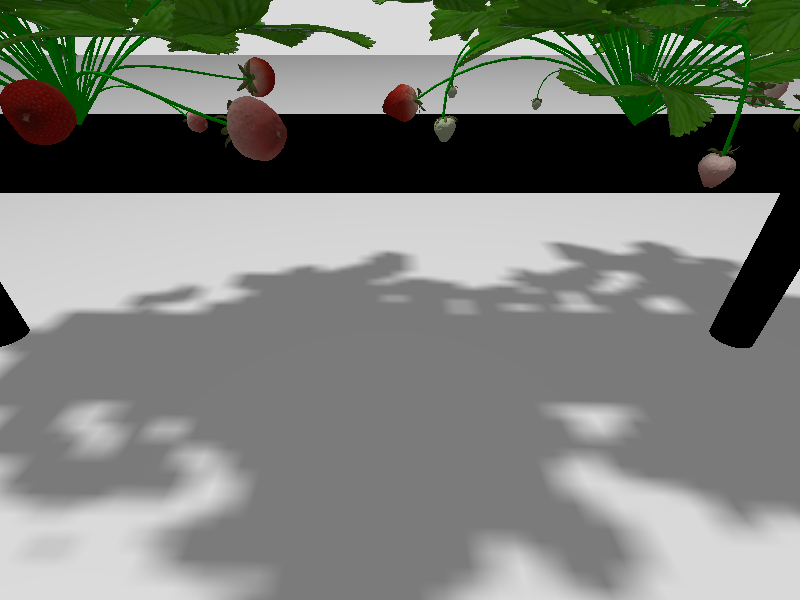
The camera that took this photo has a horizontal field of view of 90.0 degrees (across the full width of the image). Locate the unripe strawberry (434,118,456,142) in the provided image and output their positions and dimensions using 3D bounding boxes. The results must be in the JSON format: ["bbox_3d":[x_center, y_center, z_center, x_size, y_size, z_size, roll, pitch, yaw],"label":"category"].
[{"bbox_3d":[0.031,-0.115,0.271,0.015,0.015,0.014,-11,34,-17],"label":"unripe strawberry"}]

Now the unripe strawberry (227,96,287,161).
[{"bbox_3d":[-0.076,-0.091,0.215,0.031,0.032,0.029,20,38,27],"label":"unripe strawberry"}]

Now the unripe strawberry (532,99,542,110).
[{"bbox_3d":[0.134,-0.192,0.393,0.009,0.010,0.010,-20,38,-28],"label":"unripe strawberry"}]

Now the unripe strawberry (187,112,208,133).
[{"bbox_3d":[-0.146,-0.129,0.290,0.014,0.015,0.013,22,36,7],"label":"unripe strawberry"}]

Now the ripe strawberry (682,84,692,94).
[{"bbox_3d":[0.270,-0.196,0.386,0.020,0.023,0.022,28,41,36],"label":"ripe strawberry"}]

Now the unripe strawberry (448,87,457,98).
[{"bbox_3d":[0.054,-0.217,0.419,0.010,0.011,0.011,26,41,34],"label":"unripe strawberry"}]

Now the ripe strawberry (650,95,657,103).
[{"bbox_3d":[0.272,-0.218,0.425,0.021,0.019,0.019,19,16,27],"label":"ripe strawberry"}]

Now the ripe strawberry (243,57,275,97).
[{"bbox_3d":[-0.165,-0.265,0.477,0.036,0.041,0.040,15,35,22],"label":"ripe strawberry"}]

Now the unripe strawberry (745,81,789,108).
[{"bbox_3d":[0.368,-0.212,0.400,0.035,0.036,0.032,-17,36,-25],"label":"unripe strawberry"}]

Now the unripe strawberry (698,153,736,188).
[{"bbox_3d":[0.144,-0.059,0.184,0.014,0.015,0.015,9,34,13],"label":"unripe strawberry"}]

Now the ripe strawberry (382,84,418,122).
[{"bbox_3d":[0.000,-0.164,0.334,0.030,0.029,0.027,-5,32,10],"label":"ripe strawberry"}]

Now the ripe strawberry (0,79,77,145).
[{"bbox_3d":[-0.233,-0.120,0.258,0.037,0.039,0.040,-12,35,-17],"label":"ripe strawberry"}]
